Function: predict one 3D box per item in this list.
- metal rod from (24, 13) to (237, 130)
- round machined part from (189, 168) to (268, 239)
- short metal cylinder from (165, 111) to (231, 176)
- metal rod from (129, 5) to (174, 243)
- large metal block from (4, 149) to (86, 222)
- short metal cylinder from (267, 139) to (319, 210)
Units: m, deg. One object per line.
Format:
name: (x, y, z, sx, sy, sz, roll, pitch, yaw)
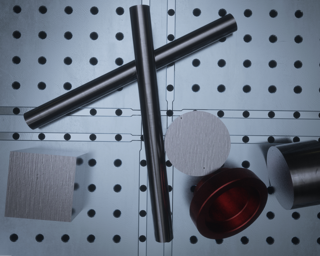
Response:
metal rod: (-0.038, -0.075, 0.412, 0.301, 0.025, 0.025, -26, 90, 0)
round machined part: (0.082, 0.089, 0.390, 0.099, 0.042, 0.097, -11, 123, -17)
short metal cylinder: (0.046, 0.019, 0.401, 0.081, 0.050, 0.080, 0, 90, 0)
metal rod: (-0.010, 0.000, 0.396, 0.025, 0.025, 0.298, -6, 97, 0)
large metal block: (-0.145, 0.071, 0.400, 0.080, 0.050, 0.080, 5, 90, 0)
short metal cylinder: (0.174, 0.058, 0.387, 0.050, 0.080, 0.080, -10, 90, 0)
